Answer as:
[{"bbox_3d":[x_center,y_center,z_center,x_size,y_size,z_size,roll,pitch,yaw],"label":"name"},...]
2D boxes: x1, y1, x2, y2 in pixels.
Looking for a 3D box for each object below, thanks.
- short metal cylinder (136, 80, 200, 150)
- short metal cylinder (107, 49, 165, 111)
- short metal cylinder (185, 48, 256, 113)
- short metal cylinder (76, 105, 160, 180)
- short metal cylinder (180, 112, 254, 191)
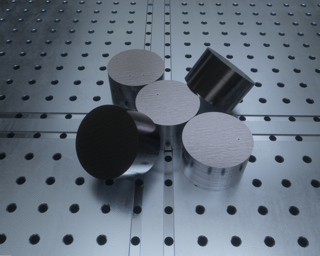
[{"bbox_3d":[0.010,-0.018,0.406,0.081,0.050,0.080,0,50,0],"label":"short metal cylinder"},{"bbox_3d":[-0.033,-0.070,0.449,0.081,0.050,0.080,0,50,0],"label":"short metal cylinder"},{"bbox_3d":[0.081,-0.065,0.420,0.080,0.050,0.080,32,21,-14],"label":"short metal cylinder"},{"bbox_3d":[-0.047,0.017,0.350,0.080,0.050,0.080,-3,84,25],"label":"short metal cylinder"},{"bbox_3d":[0.065,0.027,0.369,0.081,0.050,0.080,0,50,0],"label":"short metal cylinder"}]
